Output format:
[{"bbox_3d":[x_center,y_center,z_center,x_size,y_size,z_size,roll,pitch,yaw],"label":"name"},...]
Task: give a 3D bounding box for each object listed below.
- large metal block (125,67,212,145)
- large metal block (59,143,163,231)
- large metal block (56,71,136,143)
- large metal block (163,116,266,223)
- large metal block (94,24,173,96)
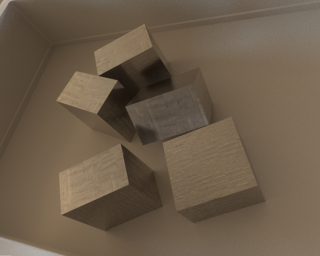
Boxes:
[{"bbox_3d":[0.015,-0.028,0.374,0.080,0.050,0.080,-17,18,18],"label":"large metal block"},{"bbox_3d":[-0.055,0.071,0.354,0.080,0.080,0.050,-26,53,12],"label":"large metal block"},{"bbox_3d":[-0.078,-0.029,0.427,0.080,0.080,0.050,17,71,34],"label":"large metal block"},{"bbox_3d":[0.056,0.046,0.331,0.080,0.050,0.080,-22,54,14],"label":"large metal block"},{"bbox_3d":[-0.034,-0.085,0.439,0.080,0.080,0.050,-26,53,12],"label":"large metal block"}]
